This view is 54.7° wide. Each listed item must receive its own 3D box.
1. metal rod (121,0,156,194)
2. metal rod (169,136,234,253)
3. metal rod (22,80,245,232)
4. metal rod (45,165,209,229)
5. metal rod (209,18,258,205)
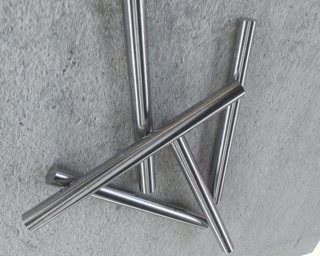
[{"bbox_3d":[-0.023,-0.039,0.369,0.025,0.025,0.298,-16,125,-20],"label":"metal rod"},{"bbox_3d":[0.069,0.110,0.495,0.025,0.025,0.299,-32,124,-8],"label":"metal rod"},{"bbox_3d":[-0.025,0.029,0.376,0.301,0.025,0.025,-32,129,-7],"label":"metal rod"},{"bbox_3d":[-0.025,0.112,0.462,0.301,0.025,0.025,28,103,-38],"label":"metal rod"},{"bbox_3d":[0.100,-0.006,0.457,0.025,0.025,0.298,-11,123,-23],"label":"metal rod"}]
